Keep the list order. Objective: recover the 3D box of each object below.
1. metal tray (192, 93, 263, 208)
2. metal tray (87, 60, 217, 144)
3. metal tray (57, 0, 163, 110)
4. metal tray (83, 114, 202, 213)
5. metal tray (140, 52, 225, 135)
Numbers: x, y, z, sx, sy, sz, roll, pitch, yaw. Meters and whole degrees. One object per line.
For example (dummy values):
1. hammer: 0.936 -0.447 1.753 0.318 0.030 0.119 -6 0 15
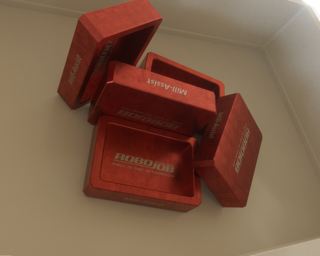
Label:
1. metal tray: 0.095 0.027 0.411 0.090 0.030 0.130 53 46 -28
2. metal tray: -0.011 -0.024 0.370 0.131 0.090 0.030 15 56 -21
3. metal tray: -0.060 -0.080 0.353 0.091 0.129 0.030 -34 82 -38
4. metal tray: -0.016 0.043 0.365 0.131 0.030 0.090 15 56 -20
5. metal tray: 0.031 -0.047 0.447 0.131 0.030 0.090 19 54 -17
